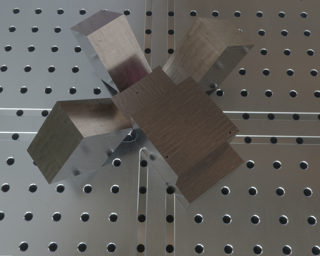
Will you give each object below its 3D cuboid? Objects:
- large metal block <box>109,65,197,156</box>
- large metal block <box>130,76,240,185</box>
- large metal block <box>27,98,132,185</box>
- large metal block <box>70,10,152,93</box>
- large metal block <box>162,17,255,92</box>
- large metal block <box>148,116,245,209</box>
[{"bbox_3d":[-0.007,-0.021,0.406,0.080,0.050,0.080,-36,74,-12],"label":"large metal block"},{"bbox_3d":[0.025,0.004,0.343,0.080,0.050,0.080,-35,74,-13],"label":"large metal block"},{"bbox_3d":[-0.092,0.012,0.362,0.050,0.080,0.080,50,119,16],"label":"large metal block"},{"bbox_3d":[-0.064,-0.101,0.403,0.050,0.080,0.080,-36,35,-12],"label":"large metal block"},{"bbox_3d":[0.063,-0.092,0.400,0.050,0.080,0.081,50,38,16],"label":"large metal block"},{"bbox_3d":[0.041,0.040,0.383,0.080,0.050,0.080,-35,73,-13],"label":"large metal block"}]
